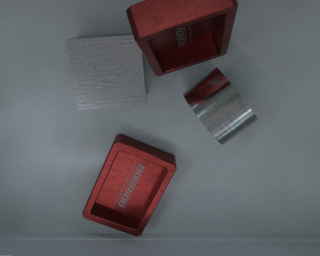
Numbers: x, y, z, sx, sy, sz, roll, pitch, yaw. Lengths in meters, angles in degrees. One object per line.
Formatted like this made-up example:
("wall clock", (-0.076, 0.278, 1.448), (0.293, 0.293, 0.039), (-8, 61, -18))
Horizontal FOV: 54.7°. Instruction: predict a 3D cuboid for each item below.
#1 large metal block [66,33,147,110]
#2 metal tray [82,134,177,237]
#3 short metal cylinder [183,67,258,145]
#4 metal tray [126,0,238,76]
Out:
("large metal block", (-0.059, -0.070, 0.371), (0.081, 0.050, 0.079), (-4, 110, 1))
("metal tray", (-0.044, 0.083, 0.438), (0.090, 0.030, 0.129), (23, 108, -9))
("short metal cylinder", (0.072, -0.026, 0.373), (0.050, 0.080, 0.080), (-38, 106, 12))
("metal tray", (0.026, -0.096, 0.320), (0.090, 0.130, 0.030), (-17, 83, 6))
